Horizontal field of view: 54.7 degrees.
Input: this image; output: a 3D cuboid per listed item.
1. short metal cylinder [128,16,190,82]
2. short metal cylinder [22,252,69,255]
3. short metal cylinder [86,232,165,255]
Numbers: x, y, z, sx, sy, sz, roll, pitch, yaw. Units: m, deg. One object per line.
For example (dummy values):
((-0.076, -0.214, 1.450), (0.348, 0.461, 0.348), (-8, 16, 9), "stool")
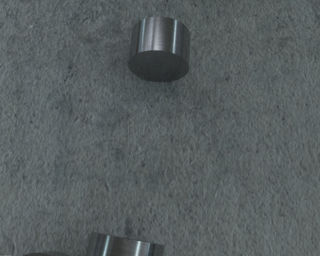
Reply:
((0.000, -0.103, 0.417), (0.081, 0.080, 0.050), (4, 70, 1), "short metal cylinder")
((-0.127, 0.175, 0.329), (0.081, 0.050, 0.080), (0, 70, 0), "short metal cylinder")
((-0.039, 0.143, 0.326), (0.080, 0.080, 0.050), (10, 71, 3), "short metal cylinder")
